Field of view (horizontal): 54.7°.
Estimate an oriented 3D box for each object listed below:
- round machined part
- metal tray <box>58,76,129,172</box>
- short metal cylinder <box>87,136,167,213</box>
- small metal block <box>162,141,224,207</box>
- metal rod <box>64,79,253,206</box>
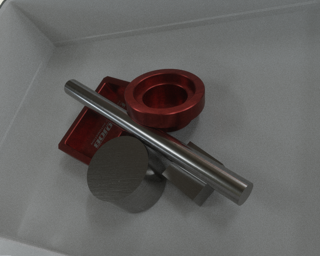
[{"bbox_3d":[0.007,-0.032,0.391,0.099,0.042,0.098,-4,41,4],"label":"round machined part"},{"bbox_3d":[-0.075,-0.007,0.441,0.090,0.030,0.130,20,72,35],"label":"metal tray"},{"bbox_3d":[-0.039,0.056,0.371,0.080,0.050,0.080,-13,56,20],"label":"short metal cylinder"},{"bbox_3d":[0.040,0.051,0.350,0.050,0.025,0.050,-49,52,-7],"label":"small metal block"},{"bbox_3d":[-0.025,0.001,0.378,0.300,0.025,0.025,30,78,35],"label":"metal rod"}]
